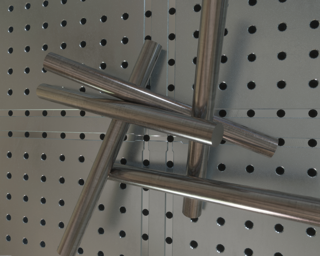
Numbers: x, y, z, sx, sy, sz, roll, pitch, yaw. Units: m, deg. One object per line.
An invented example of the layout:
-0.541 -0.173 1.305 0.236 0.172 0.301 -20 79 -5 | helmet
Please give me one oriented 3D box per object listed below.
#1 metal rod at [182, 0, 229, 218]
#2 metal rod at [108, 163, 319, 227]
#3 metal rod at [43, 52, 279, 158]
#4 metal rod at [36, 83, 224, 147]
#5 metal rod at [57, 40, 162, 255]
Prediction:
0.048 -0.028 0.340 0.025 0.025 0.298 12 115 19 | metal rod
0.039 0.068 0.351 0.300 0.025 0.025 4 92 38 | metal rod
-0.005 -0.031 0.383 0.301 0.025 0.025 22 98 7 | metal rod
-0.061 -0.025 0.391 0.300 0.025 0.025 15 95 35 | metal rod
-0.065 0.025 0.411 0.025 0.025 0.299 22 88 19 | metal rod
